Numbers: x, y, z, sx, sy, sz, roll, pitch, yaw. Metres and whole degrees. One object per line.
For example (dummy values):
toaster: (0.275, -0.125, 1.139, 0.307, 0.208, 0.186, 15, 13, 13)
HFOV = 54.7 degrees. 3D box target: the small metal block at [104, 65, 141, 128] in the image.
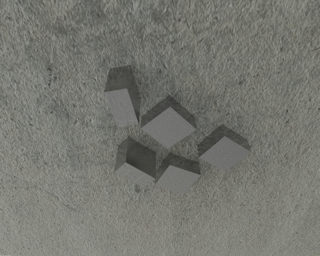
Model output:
small metal block: (-0.042, -0.037, 0.359, 0.025, 0.050, 0.050, -9, 130, 7)

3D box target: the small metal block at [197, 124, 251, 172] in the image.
small metal block: (0.089, 0.029, 0.433, 0.050, 0.025, 0.050, 30, 124, -23)

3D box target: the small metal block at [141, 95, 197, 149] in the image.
small metal block: (0.011, -0.007, 0.401, 0.050, 0.025, 0.050, -36, 122, 26)

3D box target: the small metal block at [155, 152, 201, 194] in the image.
small metal block: (0.026, 0.069, 0.466, 0.050, 0.025, 0.050, 20, 127, -17)

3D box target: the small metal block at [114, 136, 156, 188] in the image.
small metal block: (-0.033, 0.047, 0.431, 0.050, 0.050, 0.025, 33, 123, -25)
